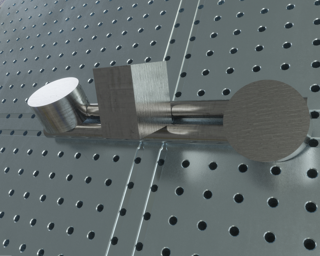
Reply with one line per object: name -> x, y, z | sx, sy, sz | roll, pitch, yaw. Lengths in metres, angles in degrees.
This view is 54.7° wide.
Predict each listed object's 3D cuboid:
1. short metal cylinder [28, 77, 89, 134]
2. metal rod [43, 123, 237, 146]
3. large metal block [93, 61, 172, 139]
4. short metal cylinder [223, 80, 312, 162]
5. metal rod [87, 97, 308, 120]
short metal cylinder -> -0.152, -0.036, 0.475 | 0.080, 0.050, 0.080 | -14, 34, 10
metal rod -> -0.045, 0.006, 0.428 | 0.300, 0.025, 0.025 | 1, 62, 28
large metal block -> -0.029, -0.036, 0.372 | 0.050, 0.080, 0.079 | 1, 104, 29
short metal cylinder -> 0.112, -0.005, 0.319 | 0.080, 0.050, 0.080 | -4, 82, 28
metal rod -> 0.028, -0.024, 0.407 | 0.300, 0.025, 0.025 | 1, 62, 28
